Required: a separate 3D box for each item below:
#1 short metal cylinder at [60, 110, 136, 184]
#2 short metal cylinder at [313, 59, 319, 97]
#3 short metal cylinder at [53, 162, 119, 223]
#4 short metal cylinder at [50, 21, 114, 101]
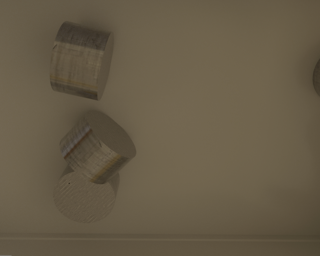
[{"bbox_3d":[-0.077,0.023,0.390,0.080,0.080,0.050,42,105,-14],"label":"short metal cylinder"},{"bbox_3d":[0.238,-0.061,0.377,0.081,0.050,0.079,0,110,0],"label":"short metal cylinder"},{"bbox_3d":[-0.099,0.083,0.427,0.081,0.050,0.079,0,110,0],"label":"short metal cylinder"},{"bbox_3d":[-0.086,-0.075,0.353,0.050,0.080,0.079,12,110,-5],"label":"short metal cylinder"}]
